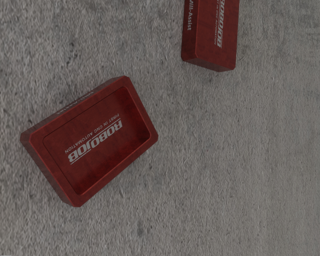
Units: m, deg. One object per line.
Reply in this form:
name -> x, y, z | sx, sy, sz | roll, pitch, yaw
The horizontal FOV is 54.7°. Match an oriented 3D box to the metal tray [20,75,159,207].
metal tray -> -0.070, 0.011, 0.342 | 0.131, 0.030, 0.090 | -40, 114, -33

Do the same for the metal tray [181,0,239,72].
metal tray -> 0.078, -0.157, 0.466 | 0.091, 0.030, 0.129 | 7, 86, -40
